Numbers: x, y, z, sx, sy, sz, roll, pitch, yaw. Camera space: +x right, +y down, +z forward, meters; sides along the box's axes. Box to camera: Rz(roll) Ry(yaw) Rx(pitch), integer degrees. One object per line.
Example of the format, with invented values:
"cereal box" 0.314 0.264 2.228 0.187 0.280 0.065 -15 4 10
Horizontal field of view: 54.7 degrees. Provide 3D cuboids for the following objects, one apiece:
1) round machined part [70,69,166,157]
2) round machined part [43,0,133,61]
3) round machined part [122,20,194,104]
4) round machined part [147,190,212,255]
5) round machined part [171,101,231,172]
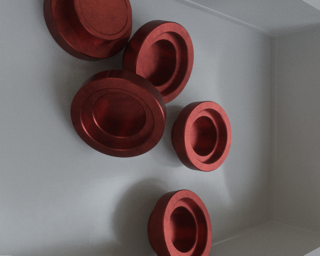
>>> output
"round machined part" -0.042 -0.019 0.336 0.098 0.098 0.042 55 23 -26
"round machined part" -0.070 -0.125 0.336 0.099 0.042 0.097 0 90 -40
"round machined part" -0.006 -0.081 0.377 0.099 0.042 0.097 -24 125 -39
"round machined part" 0.022 0.132 0.402 0.099 0.042 0.098 23 58 -42
"round machined part" 0.055 0.011 0.441 0.099 0.042 0.097 0 90 -40
